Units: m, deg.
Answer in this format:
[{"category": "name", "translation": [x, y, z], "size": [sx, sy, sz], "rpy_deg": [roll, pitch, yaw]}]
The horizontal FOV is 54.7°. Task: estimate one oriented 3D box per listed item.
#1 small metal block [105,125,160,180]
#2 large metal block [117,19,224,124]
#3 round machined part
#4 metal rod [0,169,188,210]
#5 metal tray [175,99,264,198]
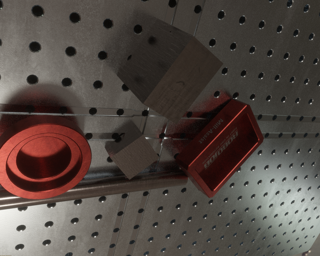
[{"category": "small metal block", "translation": [-0.036, 0.033, 0.413], "size": [0.050, 0.025, 0.050], "rpy_deg": [-36, 130, -5]}, {"category": "large metal block", "translation": [0.008, -0.064, 0.342], "size": [0.050, 0.080, 0.080], "rpy_deg": [30, 101, -38]}, {"category": "round machined part", "translation": [-0.131, 0.028, 0.347], "size": [0.099, 0.042, 0.097], "rpy_deg": [-14, 124, -21]}, {"category": "metal rod", "translation": [-0.097, 0.080, 0.408], "size": [0.303, 0.025, 0.025], "rpy_deg": [-2, 119, -28]}, {"category": "metal tray", "translation": [0.094, 0.032, 0.466], "size": [0.130, 0.030, 0.090], "rpy_deg": [-45, 130, -10]}]
